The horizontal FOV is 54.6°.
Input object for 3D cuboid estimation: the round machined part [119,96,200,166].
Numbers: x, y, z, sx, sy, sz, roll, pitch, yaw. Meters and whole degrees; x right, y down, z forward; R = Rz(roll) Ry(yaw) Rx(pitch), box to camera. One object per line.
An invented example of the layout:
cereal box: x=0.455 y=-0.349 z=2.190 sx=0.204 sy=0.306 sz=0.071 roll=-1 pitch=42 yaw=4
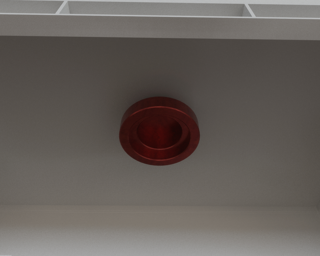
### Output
round machined part: x=-0.001 y=0.000 z=0.393 sx=0.099 sy=0.042 sz=0.097 roll=0 pitch=130 yaw=0
